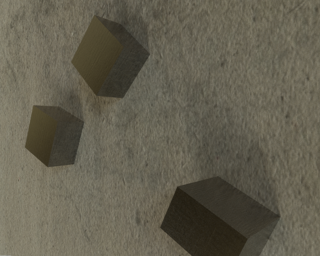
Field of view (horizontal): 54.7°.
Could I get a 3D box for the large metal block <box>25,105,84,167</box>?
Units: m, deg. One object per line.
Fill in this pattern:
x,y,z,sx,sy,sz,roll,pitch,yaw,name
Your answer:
-0.184,0.012,0.537,0.080,0.050,0.079,27,107,36,large metal block

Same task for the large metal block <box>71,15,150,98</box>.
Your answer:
-0.073,-0.101,0.447,0.080,0.050,0.080,50,119,28,large metal block

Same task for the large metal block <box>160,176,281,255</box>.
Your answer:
0.062,0.097,0.317,0.080,0.081,0.050,32,110,35,large metal block
